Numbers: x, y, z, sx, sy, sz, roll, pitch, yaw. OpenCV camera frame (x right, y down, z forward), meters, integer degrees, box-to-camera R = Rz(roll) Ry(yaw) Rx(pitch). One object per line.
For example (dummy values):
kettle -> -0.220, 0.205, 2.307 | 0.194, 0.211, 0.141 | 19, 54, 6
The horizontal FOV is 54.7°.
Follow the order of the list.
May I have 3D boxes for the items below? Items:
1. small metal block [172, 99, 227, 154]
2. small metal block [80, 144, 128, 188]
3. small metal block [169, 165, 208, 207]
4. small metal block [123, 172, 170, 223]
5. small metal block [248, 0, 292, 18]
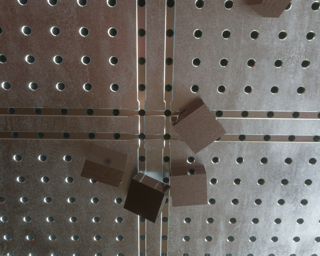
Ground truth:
small metal block -> 0.051, -0.002, 0.414 | 0.050, 0.025, 0.050 | -36, 107, 12
small metal block -> -0.074, 0.050, 0.417 | 0.050, 0.050, 0.025 | 19, 109, -7
small metal block -> 0.041, 0.083, 0.445 | 0.050, 0.025, 0.050 | -5, 110, 1
small metal block -> -0.019, 0.098, 0.441 | 0.050, 0.025, 0.050 | 22, 110, 14
small metal block -> 0.130, -0.153, 0.346 | 0.025, 0.050, 0.050 | 32, 107, -11
